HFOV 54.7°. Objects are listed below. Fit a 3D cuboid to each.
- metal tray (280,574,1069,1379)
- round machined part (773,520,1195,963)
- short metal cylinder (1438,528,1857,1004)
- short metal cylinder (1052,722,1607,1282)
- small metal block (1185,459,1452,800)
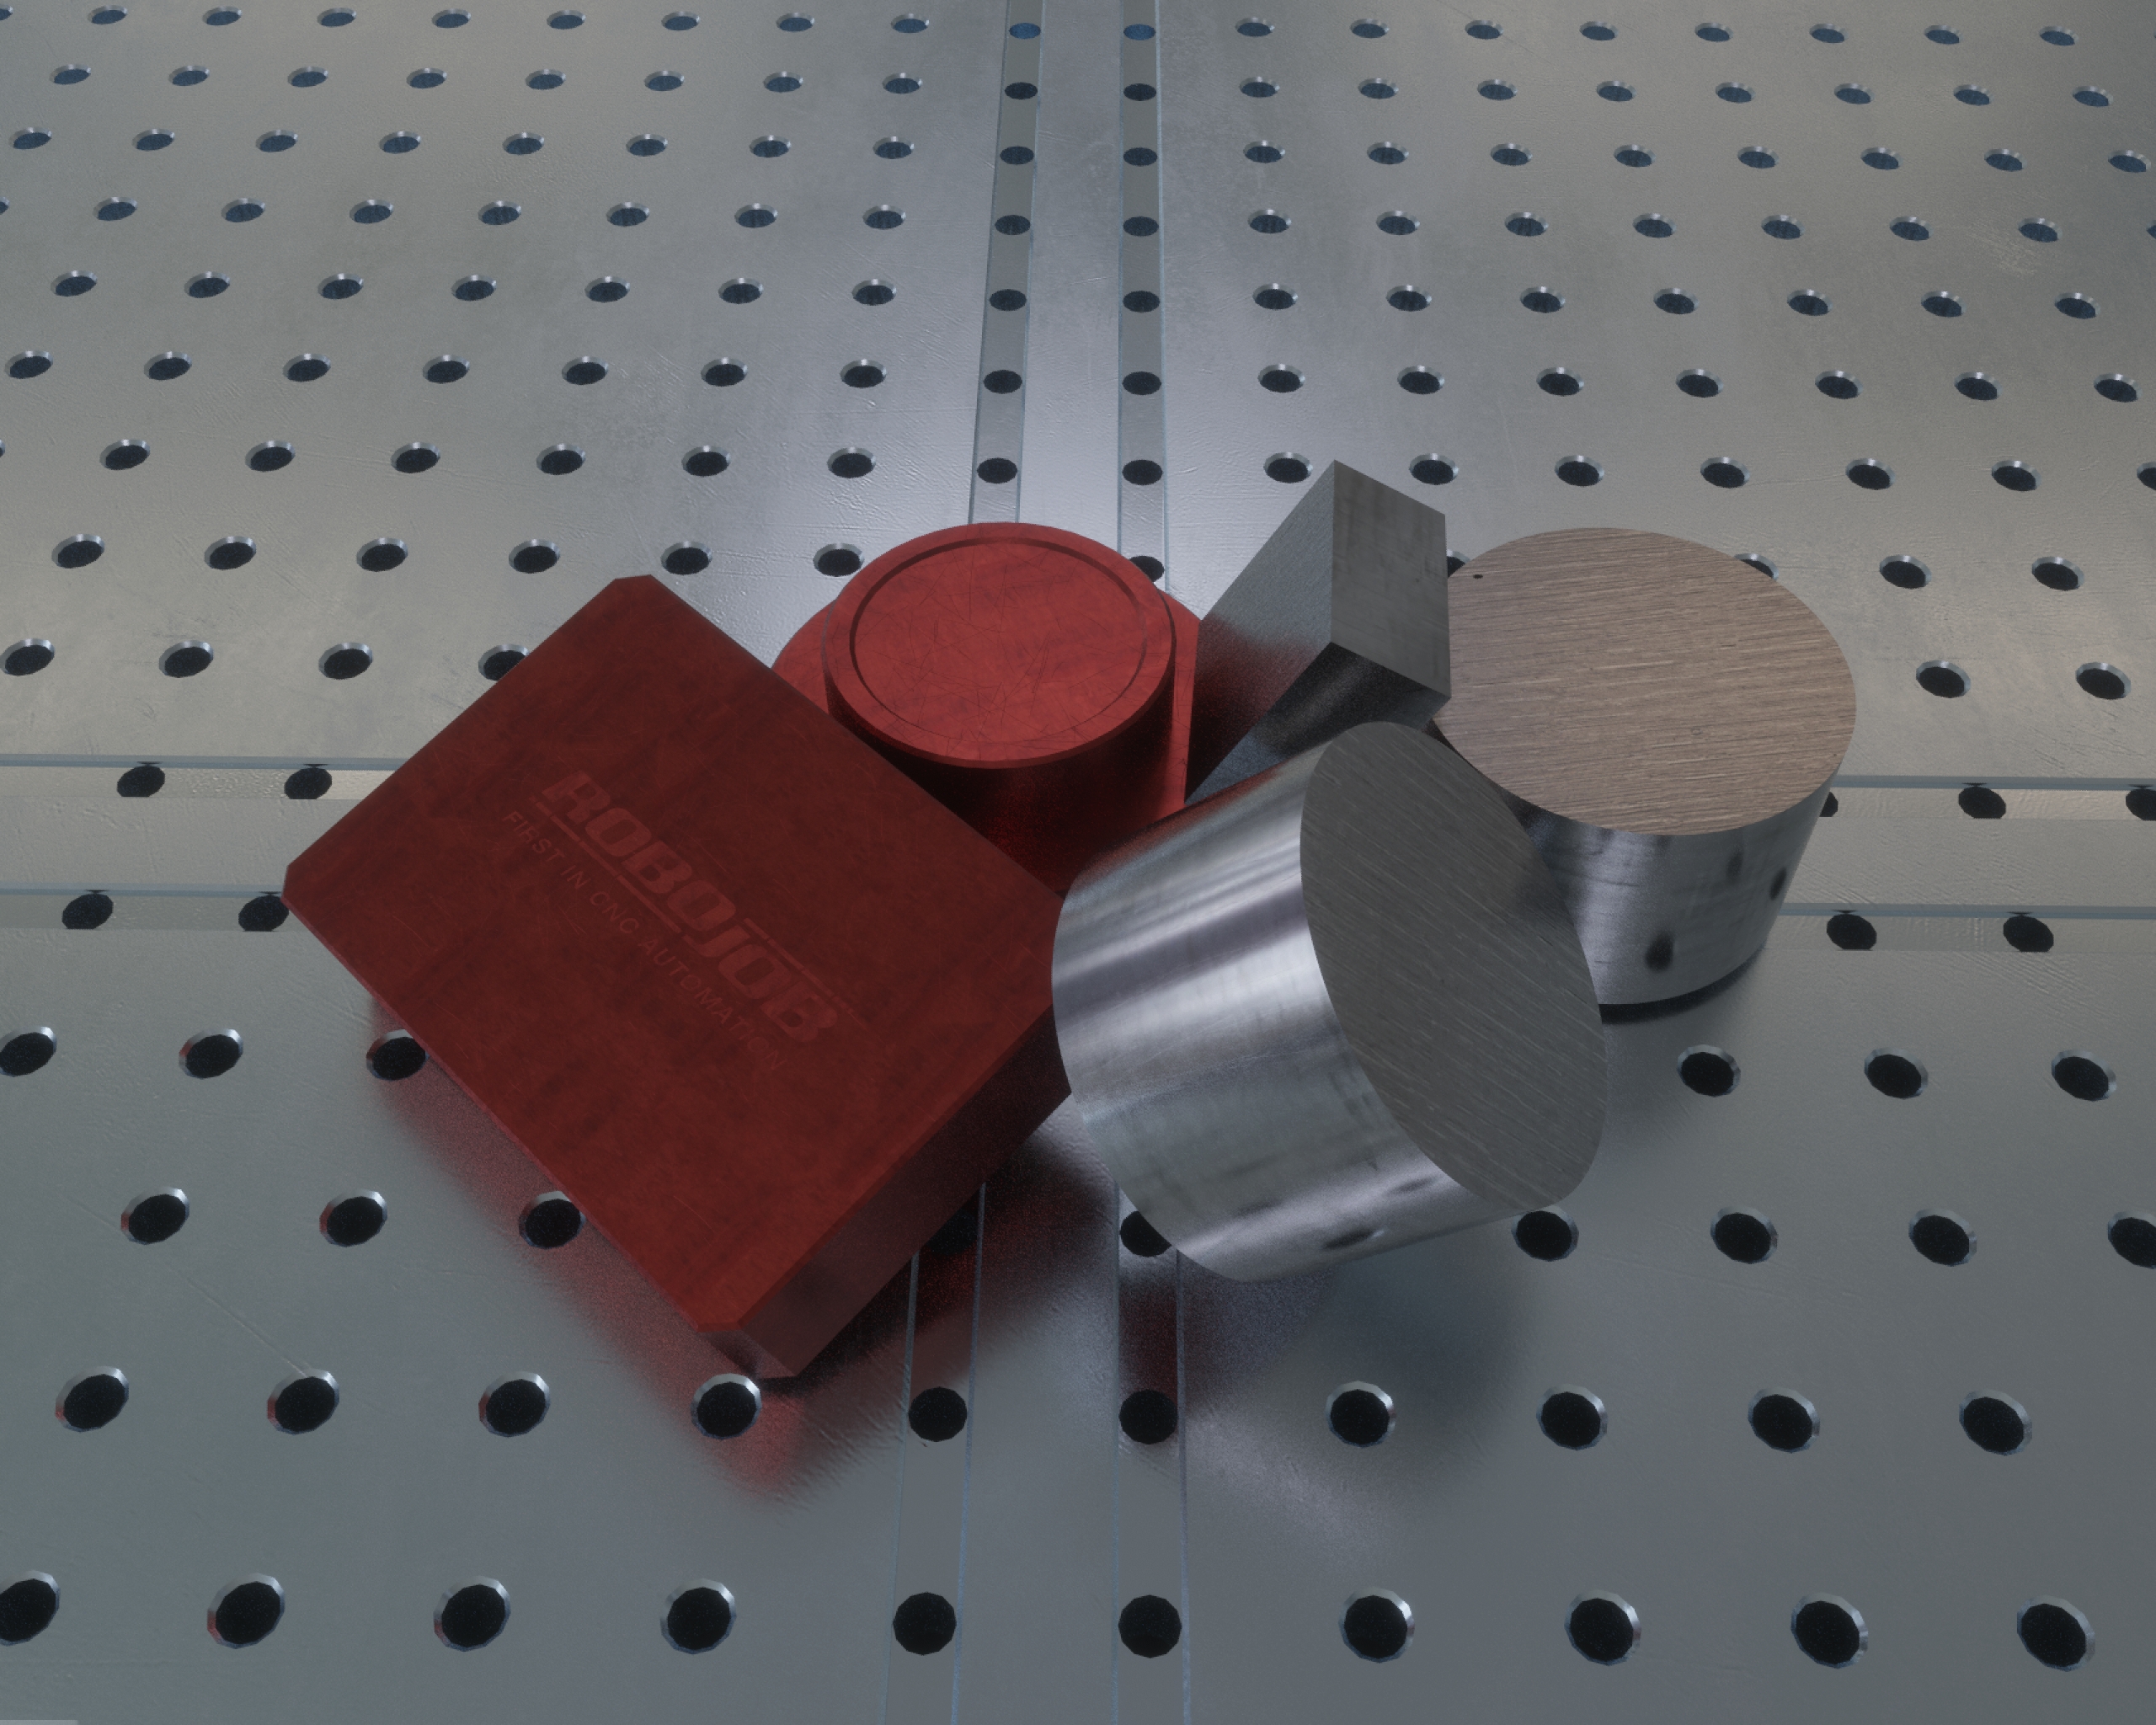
[{"bbox_3d":[-0.067,0.015,0.371,0.130,0.030,0.090,38,74,27],"label":"metal tray"},{"bbox_3d":[-0.015,-0.031,0.417,0.099,0.042,0.098,0,50,0],"label":"round machined part"},{"bbox_3d":[0.102,-0.019,0.404,0.081,0.050,0.080,0,50,0],"label":"short metal cylinder"},{"bbox_3d":[0.042,0.023,0.339,0.050,0.080,0.080,-26,38,37],"label":"short metal cylinder"},{"bbox_3d":[0.045,-0.039,0.395,0.025,0.050,0.050,23,47,-18],"label":"small metal block"}]
